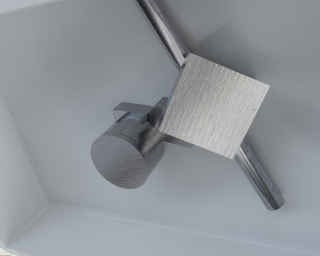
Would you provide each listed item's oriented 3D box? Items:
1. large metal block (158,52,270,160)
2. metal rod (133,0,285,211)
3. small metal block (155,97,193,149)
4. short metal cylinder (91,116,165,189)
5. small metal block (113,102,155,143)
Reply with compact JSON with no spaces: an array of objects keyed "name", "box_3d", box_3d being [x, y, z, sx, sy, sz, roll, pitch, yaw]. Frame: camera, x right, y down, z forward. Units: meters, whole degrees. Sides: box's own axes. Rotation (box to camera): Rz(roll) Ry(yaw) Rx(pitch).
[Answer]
[{"name":"large metal block","box_3d":[0.051,-0.025,0.320,0.080,0.050,0.079,22,105,-5]},{"name":"metal rod","box_3d":[0.062,-0.025,0.359,0.025,0.025,0.299,-25,105,36]},{"name":"small metal block","box_3d":[0.022,-0.007,0.392,0.050,0.025,0.050,15,125,19]},{"name":"short metal cylinder","box_3d":[-0.041,0.031,0.400,0.080,0.050,0.079,13,124,20]},{"name":"small metal block","box_3d":[-0.033,-0.005,0.421,0.050,0.025,0.050,9,123,22]}]
